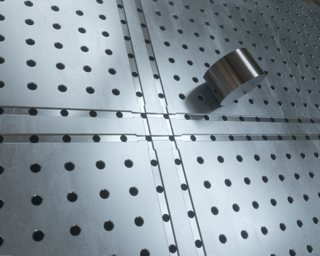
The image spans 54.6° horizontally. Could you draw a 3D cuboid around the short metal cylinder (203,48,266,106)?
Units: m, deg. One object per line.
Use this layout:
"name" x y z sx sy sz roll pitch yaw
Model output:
"short metal cylinder" 0.115 -0.078 0.482 0.081 0.080 0.050 -21 73 -36
